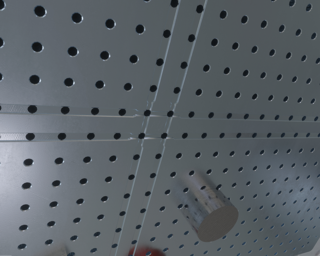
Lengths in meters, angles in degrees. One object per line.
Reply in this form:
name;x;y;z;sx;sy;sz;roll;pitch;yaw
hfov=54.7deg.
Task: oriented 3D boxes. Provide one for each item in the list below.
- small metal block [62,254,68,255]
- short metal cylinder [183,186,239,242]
small metal block;-0.154;0.225;0.466;0.050;0.025;0.050;-22;127;-15
short metal cylinder;0.087;0.148;0.534;0.081;0.050;0.079;-14;124;-21
